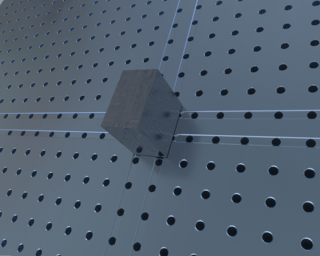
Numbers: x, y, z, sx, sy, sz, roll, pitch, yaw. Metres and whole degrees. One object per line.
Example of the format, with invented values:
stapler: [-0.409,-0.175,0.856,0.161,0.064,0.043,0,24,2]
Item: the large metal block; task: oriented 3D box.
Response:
large metal block: [-0.019,-0.017,0.391,0.050,0.080,0.080,4,64,29]
